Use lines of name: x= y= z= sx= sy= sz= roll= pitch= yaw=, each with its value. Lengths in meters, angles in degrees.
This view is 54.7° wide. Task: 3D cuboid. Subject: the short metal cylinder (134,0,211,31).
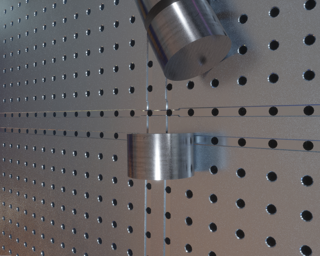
short metal cylinder: x=0.012 y=-0.152 z=0.363 sx=0.080 sy=0.081 sz=0.050 roll=-31 pitch=71 yaw=36

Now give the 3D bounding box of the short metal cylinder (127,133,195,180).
short metal cylinder: x=0.001 y=0.031 z=0.373 sx=0.080 sy=0.081 sz=0.050 roll=-1 pitch=89 yaw=40

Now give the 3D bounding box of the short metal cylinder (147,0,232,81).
short metal cylinder: x=0.032 y=-0.097 z=0.347 sx=0.080 sy=0.081 sz=0.050 roll=-36 pitch=68 yaw=34
